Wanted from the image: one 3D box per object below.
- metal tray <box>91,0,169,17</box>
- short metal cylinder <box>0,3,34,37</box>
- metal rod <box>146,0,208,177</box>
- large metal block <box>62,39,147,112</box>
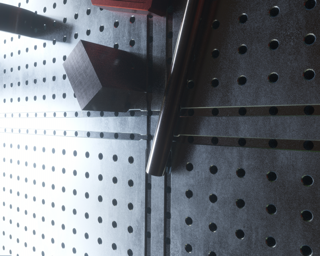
[{"bbox_3d":[-0.039,-0.212,0.438,0.130,0.030,0.089,23,104,37],"label":"metal tray"},{"bbox_3d":[-0.298,-0.216,0.620,0.080,0.081,0.050,20,103,38],"label":"short metal cylinder"},{"bbox_3d":[0.028,-0.082,0.386,0.025,0.025,0.298,22,104,38],"label":"metal rod"},{"bbox_3d":[-0.078,-0.070,0.438,0.050,0.081,0.080,-41,65,32],"label":"large metal block"}]
